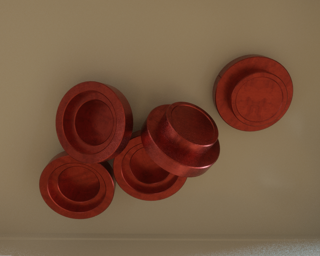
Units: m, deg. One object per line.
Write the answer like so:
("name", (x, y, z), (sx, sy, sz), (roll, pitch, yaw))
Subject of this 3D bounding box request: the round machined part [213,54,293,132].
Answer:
("round machined part", (0.118, -0.041, 0.389), (0.099, 0.042, 0.097), (0, 110, -1))

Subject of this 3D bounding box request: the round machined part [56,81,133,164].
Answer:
("round machined part", (-0.076, -0.007, 0.384), (0.098, 0.042, 0.097), (0, 90, 22))

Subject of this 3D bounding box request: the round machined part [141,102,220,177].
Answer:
("round machined part", (0.030, 0.007, 0.371), (0.098, 0.098, 0.042), (25, 132, -9))

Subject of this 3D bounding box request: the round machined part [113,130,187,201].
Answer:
("round machined part", (-0.012, 0.046, 0.419), (0.099, 0.042, 0.097), (0, 110, -1))

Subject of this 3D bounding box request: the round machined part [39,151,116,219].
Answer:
("round machined part", (-0.110, 0.073, 0.428), (0.099, 0.042, 0.097), (0, 110, -1))
